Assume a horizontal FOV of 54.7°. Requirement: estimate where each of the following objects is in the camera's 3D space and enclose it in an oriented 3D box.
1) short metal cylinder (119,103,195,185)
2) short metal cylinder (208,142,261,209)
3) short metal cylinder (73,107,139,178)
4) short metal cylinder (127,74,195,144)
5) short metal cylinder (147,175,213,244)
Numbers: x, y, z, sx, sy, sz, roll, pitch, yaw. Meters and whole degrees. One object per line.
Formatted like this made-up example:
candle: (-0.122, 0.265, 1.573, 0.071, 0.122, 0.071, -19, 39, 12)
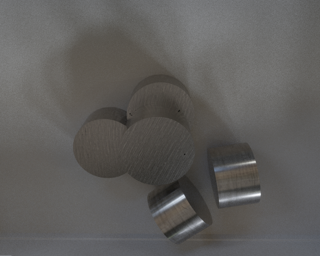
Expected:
short metal cylinder: (-0.003, 0.017, 0.351, 0.081, 0.050, 0.079, 0, 110, -1)
short metal cylinder: (0.094, 0.062, 0.406, 0.050, 0.080, 0.079, -9, 110, 3)
short metal cylinder: (-0.066, 0.018, 0.404, 0.081, 0.050, 0.079, 0, 110, 0)
short metal cylinder: (0.001, -0.023, 0.389, 0.081, 0.050, 0.079, 0, 110, -1)
short metal cylinder: (0.028, 0.109, 0.423, 0.050, 0.080, 0.080, -36, 107, 12)
